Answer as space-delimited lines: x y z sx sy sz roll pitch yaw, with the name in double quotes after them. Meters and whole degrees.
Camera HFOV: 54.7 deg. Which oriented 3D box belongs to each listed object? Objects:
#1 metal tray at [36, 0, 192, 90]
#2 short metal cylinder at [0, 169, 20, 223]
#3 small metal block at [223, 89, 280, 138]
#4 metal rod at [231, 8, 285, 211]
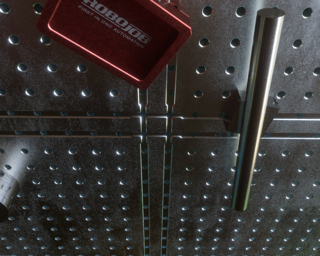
-0.045 -0.106 0.317 0.131 0.030 0.090 28 125 -22 "metal tray"
-0.269 0.106 0.483 0.081 0.050 0.079 0 130 0 "short metal cylinder"
0.116 -0.018 0.398 0.050 0.025 0.050 11 129 -9 "small metal block"
0.113 0.006 0.384 0.025 0.025 0.298 -3 131 2 "metal rod"
